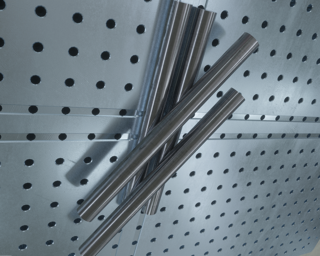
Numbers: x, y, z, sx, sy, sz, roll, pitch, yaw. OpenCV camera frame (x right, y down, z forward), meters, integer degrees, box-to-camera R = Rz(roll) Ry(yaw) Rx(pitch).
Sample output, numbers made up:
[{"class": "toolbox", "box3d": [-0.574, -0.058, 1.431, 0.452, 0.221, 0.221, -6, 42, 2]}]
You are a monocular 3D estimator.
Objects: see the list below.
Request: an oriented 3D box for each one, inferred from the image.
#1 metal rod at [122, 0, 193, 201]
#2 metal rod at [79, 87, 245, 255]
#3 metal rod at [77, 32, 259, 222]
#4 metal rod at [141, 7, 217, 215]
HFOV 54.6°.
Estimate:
[{"class": "metal rod", "box3d": [-0.012, -0.007, 0.400, 0.025, 0.025, 0.298, 1, 118, -29]}, {"class": "metal rod", "box3d": [0.000, 0.064, 0.417, 0.300, 0.025, 0.025, -47, 129, 4]}, {"class": "metal rod", "box3d": [0.007, 0.002, 0.384, 0.300, 0.025, 0.025, -46, 129, 4]}, {"class": "metal rod", "box3d": [0.018, -0.005, 0.418, 0.025, 0.025, 0.298, 1, 118, -29]}]
